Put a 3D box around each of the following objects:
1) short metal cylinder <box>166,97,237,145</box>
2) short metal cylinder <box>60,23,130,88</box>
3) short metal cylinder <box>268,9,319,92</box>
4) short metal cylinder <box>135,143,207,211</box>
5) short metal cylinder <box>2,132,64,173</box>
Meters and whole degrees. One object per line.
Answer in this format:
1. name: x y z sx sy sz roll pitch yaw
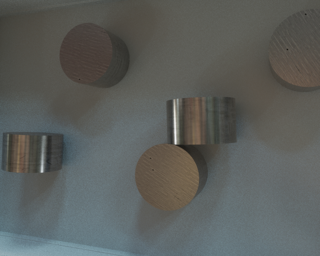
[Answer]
1. short metal cylinder: 0.048 -0.008 0.364 0.080 0.080 0.050 -2 90 20
2. short metal cylinder: -0.089 -0.098 0.429 0.080 0.050 0.080 0 90 20
3. short metal cylinder: 0.162 -0.082 0.340 0.080 0.050 0.080 0 90 20
4. short metal cylinder: 0.016 0.058 0.392 0.080 0.050 0.080 0 90 20
5. short metal cylinder: -0.182 0.033 0.446 0.080 0.080 0.050 3 91 20
